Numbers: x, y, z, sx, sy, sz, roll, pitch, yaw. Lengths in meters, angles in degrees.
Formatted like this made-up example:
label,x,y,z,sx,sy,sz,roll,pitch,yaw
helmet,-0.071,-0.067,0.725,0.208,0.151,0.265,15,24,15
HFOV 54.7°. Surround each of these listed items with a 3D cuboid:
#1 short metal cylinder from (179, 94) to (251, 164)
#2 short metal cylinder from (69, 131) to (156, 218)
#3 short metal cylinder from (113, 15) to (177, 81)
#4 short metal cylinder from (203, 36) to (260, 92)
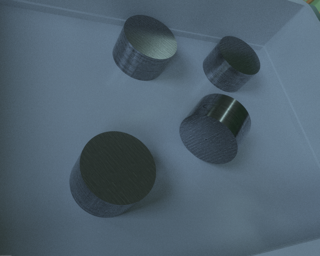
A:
label,x,y,z,sx,sy,sz,roll,pitch,yaw
short metal cylinder,0.073,0.001,0.411,0.080,0.080,0.050,41,51,-1
short metal cylinder,-0.051,0.050,0.333,0.081,0.050,0.080,14,56,-21
short metal cylinder,-0.022,-0.116,0.450,0.081,0.050,0.080,14,56,-21
short metal cylinder,0.120,-0.107,0.522,0.081,0.050,0.080,14,56,-21
